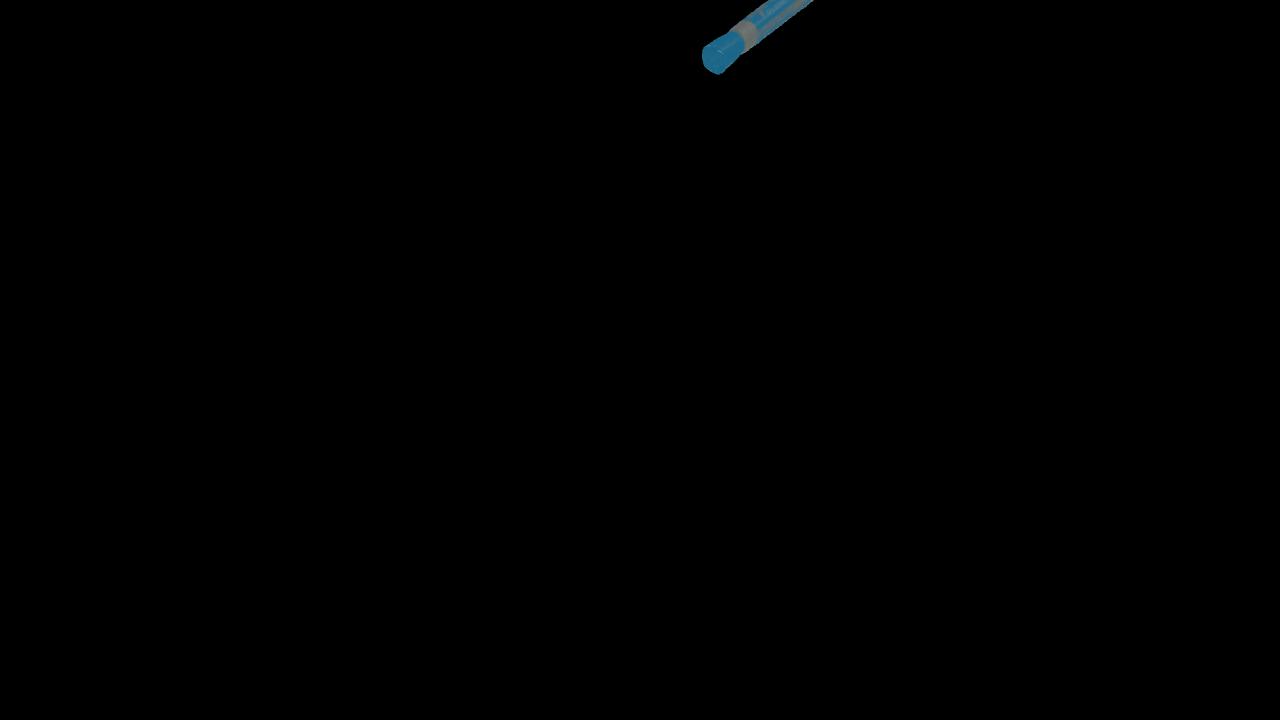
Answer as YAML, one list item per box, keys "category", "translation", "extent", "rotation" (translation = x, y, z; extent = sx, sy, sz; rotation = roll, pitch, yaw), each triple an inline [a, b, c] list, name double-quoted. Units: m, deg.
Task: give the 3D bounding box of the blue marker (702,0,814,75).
- category: "blue marker"
  translation: [0.080, -0.221, 0.402]
  extent: [0.121, 0.020, 0.020]
  rotation: [-46, 23, -24]
